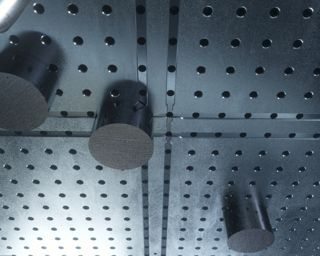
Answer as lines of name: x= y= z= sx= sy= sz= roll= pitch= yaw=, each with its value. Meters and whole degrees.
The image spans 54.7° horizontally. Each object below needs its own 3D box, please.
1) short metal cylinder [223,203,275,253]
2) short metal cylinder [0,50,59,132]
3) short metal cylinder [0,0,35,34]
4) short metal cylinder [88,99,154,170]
short metal cylinder: x=0.155 y=0.178 z=0.548 sx=0.081 sy=0.050 sz=0.079 roll=0 pitch=130 yaw=0
short metal cylinder: x=-0.164 y=-0.042 z=0.358 sx=0.081 sy=0.050 sz=0.079 roll=0 pitch=130 yaw=0
short metal cylinder: x=-0.151 y=-0.129 z=0.264 sx=0.050 sy=0.080 sz=0.080 roll=-33 pitch=123 yaw=25
short metal cylinder: x=-0.048 y=0.009 z=0.402 sx=0.081 sy=0.050 sz=0.079 roll=0 pitch=130 yaw=0
